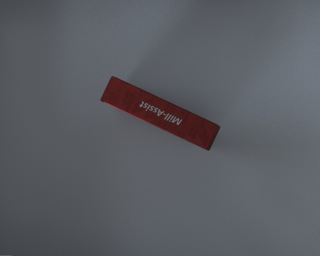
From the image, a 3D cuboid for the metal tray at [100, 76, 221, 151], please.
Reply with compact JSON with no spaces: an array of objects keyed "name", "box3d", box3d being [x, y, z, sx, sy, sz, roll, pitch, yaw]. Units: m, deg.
[{"name":"metal tray","box3d":[0.000,-0.016,0.375,0.131,0.090,0.030,25,90,-1]}]
